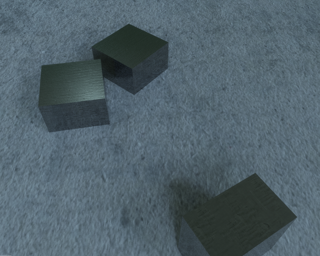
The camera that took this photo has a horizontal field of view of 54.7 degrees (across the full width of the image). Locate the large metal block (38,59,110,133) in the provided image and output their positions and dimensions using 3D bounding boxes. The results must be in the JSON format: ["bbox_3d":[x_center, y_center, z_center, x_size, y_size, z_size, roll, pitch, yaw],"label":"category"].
[{"bbox_3d":[-0.115,-0.046,0.424,0.081,0.050,0.080,-8,51,-7],"label":"large metal block"}]

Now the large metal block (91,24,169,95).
[{"bbox_3d":[-0.044,-0.108,0.477,0.080,0.050,0.080,32,57,23],"label":"large metal block"}]

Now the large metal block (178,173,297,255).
[{"bbox_3d":[0.066,0.098,0.286,0.081,0.080,0.050,-25,55,-20],"label":"large metal block"}]
